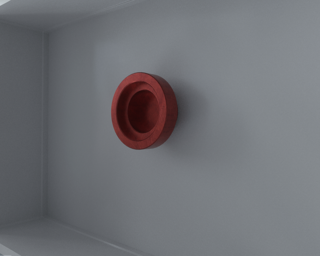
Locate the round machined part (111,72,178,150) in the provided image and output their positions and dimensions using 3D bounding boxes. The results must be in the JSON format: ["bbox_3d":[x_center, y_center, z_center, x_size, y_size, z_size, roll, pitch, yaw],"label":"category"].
[{"bbox_3d":[-0.016,-0.021,0.406,0.098,0.042,0.097,0,90,40],"label":"round machined part"}]
